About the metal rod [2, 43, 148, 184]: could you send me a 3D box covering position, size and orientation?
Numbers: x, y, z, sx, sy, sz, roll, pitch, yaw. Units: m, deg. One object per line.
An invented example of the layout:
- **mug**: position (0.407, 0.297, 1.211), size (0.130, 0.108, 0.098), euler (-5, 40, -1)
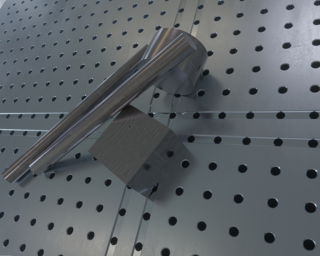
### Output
- **metal rod**: position (-0.126, -0.023, 0.488), size (0.300, 0.025, 0.025), euler (-42, 51, -2)

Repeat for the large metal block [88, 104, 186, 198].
- **large metal block**: position (-0.029, 0.027, 0.391), size (0.080, 0.050, 0.080), euler (32, 79, 38)

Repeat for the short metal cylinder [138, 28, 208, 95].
- **short metal cylinder**: position (0.018, -0.087, 0.417), size (0.080, 0.080, 0.050), euler (13, 68, 33)

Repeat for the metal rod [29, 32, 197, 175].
- **metal rod**: position (-0.077, -0.018, 0.407), size (0.299, 0.025, 0.025), euler (-35, 49, 25)
